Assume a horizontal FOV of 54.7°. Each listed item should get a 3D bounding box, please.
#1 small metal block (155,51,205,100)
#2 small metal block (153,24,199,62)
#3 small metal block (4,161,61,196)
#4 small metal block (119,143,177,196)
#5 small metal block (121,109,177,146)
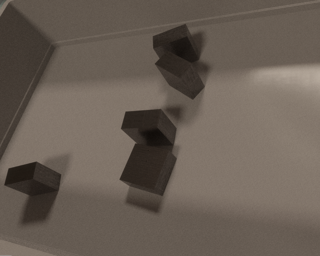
[{"bbox_3d":[0.027,-0.071,0.418,0.025,0.050,0.050,-48,52,-5],"label":"small metal block"},{"bbox_3d":[0.023,-0.115,0.447,0.050,0.050,0.025,-15,56,19],"label":"small metal block"},{"bbox_3d":[-0.178,0.073,0.436,0.050,0.050,0.025,-14,56,20],"label":"small metal block"},{"bbox_3d":[-0.014,0.050,0.381,0.050,0.025,0.050,10,66,32],"label":"small metal block"},{"bbox_3d":[-0.013,0.001,0.395,0.050,0.050,0.025,-3,61,26],"label":"small metal block"}]
